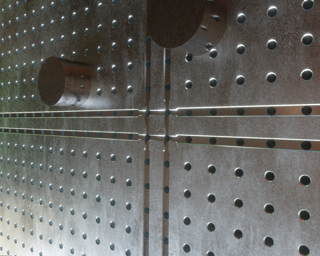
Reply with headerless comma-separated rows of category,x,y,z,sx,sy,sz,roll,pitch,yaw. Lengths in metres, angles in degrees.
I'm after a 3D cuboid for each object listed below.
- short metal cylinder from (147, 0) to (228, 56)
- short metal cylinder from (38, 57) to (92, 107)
short metal cylinder,0.032,-0.129,0.365,0.080,0.050,0.079,0,90,39
short metal cylinder,-0.161,-0.076,0.523,0.080,0.050,0.079,0,90,39
